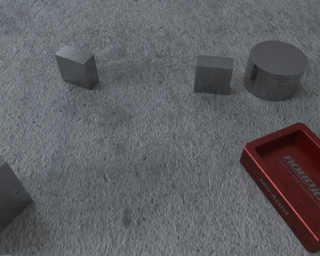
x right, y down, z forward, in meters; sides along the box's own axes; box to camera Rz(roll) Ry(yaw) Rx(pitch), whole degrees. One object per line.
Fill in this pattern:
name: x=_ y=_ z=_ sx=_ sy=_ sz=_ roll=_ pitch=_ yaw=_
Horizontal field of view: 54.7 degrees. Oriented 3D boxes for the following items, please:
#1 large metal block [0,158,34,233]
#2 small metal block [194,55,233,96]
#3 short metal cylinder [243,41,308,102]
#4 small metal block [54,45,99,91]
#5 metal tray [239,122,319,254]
large metal block: x=-0.186 y=0.072 z=0.306 sx=0.050 sy=0.080 sz=0.080 roll=28 pitch=55 yaw=21
small metal block: x=0.077 y=-0.077 z=0.452 sx=0.050 sy=0.050 sz=0.025 roll=7 pitch=51 yaw=5
short metal cylinder: x=0.169 y=-0.085 z=0.460 sx=0.081 sy=0.050 sz=0.080 roll=0 pitch=50 yaw=0
small metal block: x=-0.123 y=-0.089 z=0.461 sx=0.050 sy=0.050 sz=0.025 roll=21 pitch=53 yaw=16
metal tray: x=0.165 y=0.060 z=0.350 sx=0.091 sy=0.030 sz=0.130 roll=-20 pitch=53 yaw=-16
